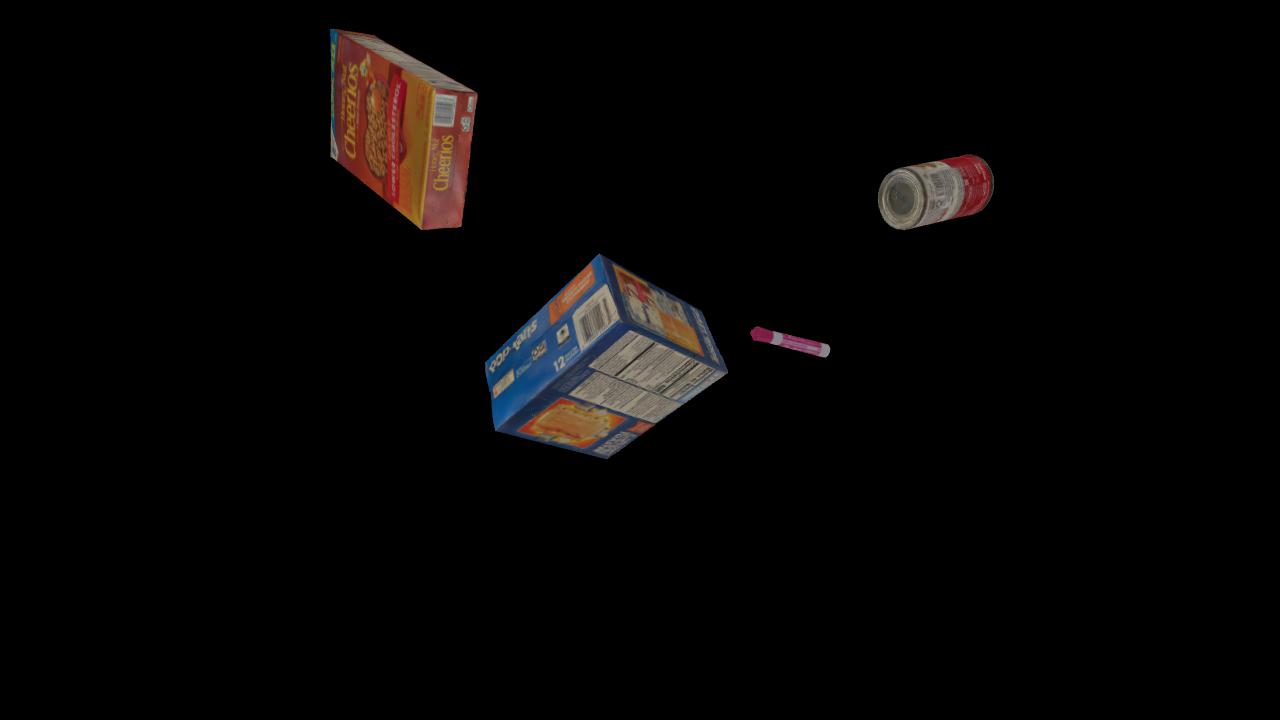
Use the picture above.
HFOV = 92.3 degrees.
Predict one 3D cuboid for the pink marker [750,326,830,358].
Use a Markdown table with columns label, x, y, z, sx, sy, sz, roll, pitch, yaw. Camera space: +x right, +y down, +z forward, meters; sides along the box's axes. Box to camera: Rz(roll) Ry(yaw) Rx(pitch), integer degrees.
| label | x | y | z | sx | sy | sz | roll | pitch | yaw |
| --- | --- | --- | --- | --- | --- | --- | --- | --- | --- |
| pink marker | 0.197 | -0.024 | 0.806 | 0.121 | 0.020 | 0.020 | 12 | -5 | -23 |

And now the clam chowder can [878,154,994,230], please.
| label | x | y | z | sx | sy | sz | roll | pitch | yaw |
| --- | --- | --- | --- | --- | --- | --- | --- | --- | --- |
| clam chowder can | 0.324 | -0.184 | 0.678 | 0.102 | 0.068 | 0.068 | -16 | 6 | -21 |

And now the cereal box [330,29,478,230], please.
| label | x | y | z | sx | sy | sz | roll | pitch | yaw |
| --- | --- | --- | --- | --- | --- | --- | --- | --- | --- |
| cereal box | -0.373 | -0.353 | 0.936 | 0.306 | 0.203 | 0.081 | 37 | 35 | 29 |

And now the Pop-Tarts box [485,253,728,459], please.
| label | x | y | z | sx | sy | sz | roll | pitch | yaw |
| --- | --- | --- | --- | --- | --- | --- | --- | --- | --- |
| Pop-Tarts box | -0.034 | 0.006 | 0.566 | 0.167 | 0.083 | 0.141 | -38 | -41 | 28 |
